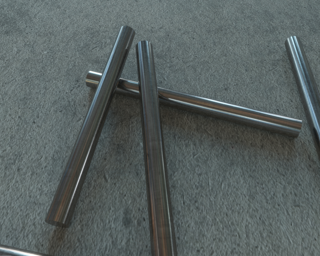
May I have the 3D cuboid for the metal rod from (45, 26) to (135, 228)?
[{"bbox_3d":[-0.079,-0.025,0.399,0.025,0.025,0.300,8,57,7],"label":"metal rod"}]

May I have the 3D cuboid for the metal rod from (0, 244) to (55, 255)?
[{"bbox_3d":[-0.134,0.128,0.294,0.301,0.025,0.025,9,51,7],"label":"metal rod"}]

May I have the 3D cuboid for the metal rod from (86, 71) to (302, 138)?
[{"bbox_3d":[0.038,-0.036,0.433,0.301,0.025,0.025,15,52,12],"label":"metal rod"}]

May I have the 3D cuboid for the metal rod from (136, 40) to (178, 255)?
[{"bbox_3d":[-0.009,0.004,0.377,0.025,0.025,0.299,-4,57,-4],"label":"metal rod"}]

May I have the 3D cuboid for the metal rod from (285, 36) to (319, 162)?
[{"bbox_3d":[0.213,-0.031,0.430,0.025,0.025,0.300,4,50,3],"label":"metal rod"}]
